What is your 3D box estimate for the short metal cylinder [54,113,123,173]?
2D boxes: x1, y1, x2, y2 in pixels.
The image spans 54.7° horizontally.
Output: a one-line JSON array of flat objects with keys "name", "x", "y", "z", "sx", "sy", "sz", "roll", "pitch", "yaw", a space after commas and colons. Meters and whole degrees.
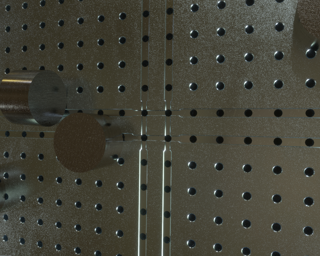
[{"name": "short metal cylinder", "x": -0.099, "y": 0.019, "z": 0.433, "sx": 0.080, "sy": 0.050, "sz": 0.079, "roll": 0, "pitch": 90, "yaw": 19}]

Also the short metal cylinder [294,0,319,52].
[{"name": "short metal cylinder", "x": 0.190, "y": -0.126, "z": 0.333, "sx": 0.080, "sy": 0.050, "sz": 0.079, "roll": 0, "pitch": 90, "yaw": 19}]

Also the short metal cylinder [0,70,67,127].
[{"name": "short metal cylinder", "x": -0.180, "y": -0.043, "z": 0.445, "sx": 0.050, "sy": 0.080, "sz": 0.079, "roll": 4, "pitch": 91, "yaw": 20}]

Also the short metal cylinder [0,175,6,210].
[{"name": "short metal cylinder", "x": -0.302, "y": 0.109, "z": 0.503, "sx": 0.080, "sy": 0.050, "sz": 0.079, "roll": 0, "pitch": 90, "yaw": 19}]
